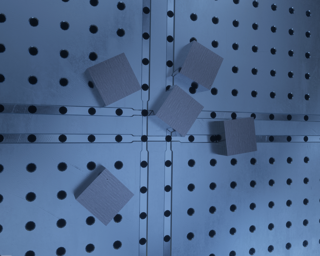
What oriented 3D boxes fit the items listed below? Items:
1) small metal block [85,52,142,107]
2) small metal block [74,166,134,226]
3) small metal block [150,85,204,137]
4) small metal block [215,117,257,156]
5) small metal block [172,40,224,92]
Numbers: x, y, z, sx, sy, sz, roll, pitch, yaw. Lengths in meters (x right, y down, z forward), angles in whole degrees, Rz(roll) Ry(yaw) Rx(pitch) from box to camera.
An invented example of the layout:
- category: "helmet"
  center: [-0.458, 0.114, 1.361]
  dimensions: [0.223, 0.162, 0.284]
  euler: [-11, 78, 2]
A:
- category: "small metal block"
  center: [-0.059, -0.060, 0.391]
  dimensions: [0.050, 0.025, 0.050]
  euler: [-29, 100, -18]
- category: "small metal block"
  center: [-0.070, 0.084, 0.387]
  dimensions: [0.050, 0.025, 0.050]
  euler: [47, 76, -14]
- category: "small metal block"
  center: [0.023, -0.023, 0.421]
  dimensions: [0.050, 0.025, 0.050]
  euler: [37, 78, -16]
- category: "small metal block"
  center: [0.111, 0.012, 0.453]
  dimensions: [0.050, 0.025, 0.050]
  euler: [-8, 93, -20]
- category: "small metal block"
  center: [0.053, -0.085, 0.432]
  dimensions: [0.050, 0.025, 0.050]
  euler: [27, 81, -18]
